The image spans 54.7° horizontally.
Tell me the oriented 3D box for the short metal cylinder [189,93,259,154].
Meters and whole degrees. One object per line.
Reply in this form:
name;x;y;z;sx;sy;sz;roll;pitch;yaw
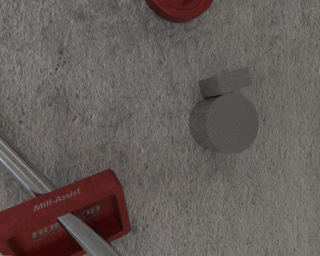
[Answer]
short metal cylinder;0.087;-0.006;0.428;0.081;0.050;0.080;0;90;-20

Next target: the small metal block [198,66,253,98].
small metal block;0.089;-0.063;0.429;0.050;0.050;0.025;-19;97;-19

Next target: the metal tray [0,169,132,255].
metal tray;-0.102;0.108;0.344;0.131;0.030;0.089;-20;131;-19

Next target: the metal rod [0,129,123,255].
metal rod;-0.109;0.092;0.345;0.025;0.025;0.300;-44;95;-15

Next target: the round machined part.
round machined part;0.020;-0.187;0.407;0.099;0.042;0.097;0;90;-20
